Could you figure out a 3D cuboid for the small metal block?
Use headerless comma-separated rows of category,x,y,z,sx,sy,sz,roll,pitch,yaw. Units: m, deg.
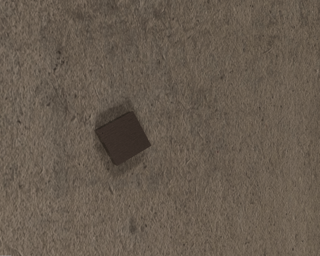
small metal block,-0.047,0.013,0.392,0.050,0.025,0.050,-30,100,-18
